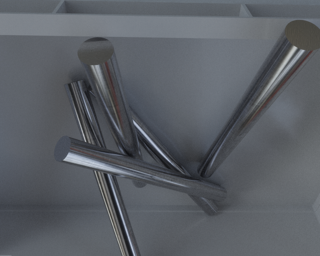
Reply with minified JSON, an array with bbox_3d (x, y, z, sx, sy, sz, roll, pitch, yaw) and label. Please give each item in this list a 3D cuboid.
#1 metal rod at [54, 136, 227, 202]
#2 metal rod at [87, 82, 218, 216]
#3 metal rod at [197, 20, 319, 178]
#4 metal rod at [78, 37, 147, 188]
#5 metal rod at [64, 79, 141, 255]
[{"bbox_3d":[0.004,0.063,0.396,0.025,0.025,0.301,-35,143,26],"label":"metal rod"},{"bbox_3d":[0.006,0.043,0.445,0.025,0.025,0.300,-27,126,20],"label":"metal rod"},{"bbox_3d":[0.080,0.002,0.331,0.025,0.025,0.299,3,156,-3],"label":"metal rod"},{"bbox_3d":[-0.037,0.014,0.347,0.025,0.025,0.299,-3,153,2],"label":"metal rod"},{"bbox_3d":[-0.064,0.085,0.402,0.025,0.025,0.298,-12,105,9],"label":"metal rod"}]
